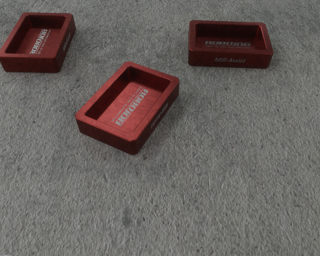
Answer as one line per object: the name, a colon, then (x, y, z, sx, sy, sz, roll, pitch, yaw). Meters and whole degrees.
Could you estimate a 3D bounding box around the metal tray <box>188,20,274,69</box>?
metal tray: (0.114, -0.142, 0.519, 0.131, 0.030, 0.090, 3, 50, 2)

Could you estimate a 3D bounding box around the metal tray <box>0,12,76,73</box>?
metal tray: (-0.202, -0.147, 0.521, 0.091, 0.030, 0.130, 2, 50, 1)

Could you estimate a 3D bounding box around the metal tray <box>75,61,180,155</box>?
metal tray: (-0.040, -0.033, 0.426, 0.090, 0.030, 0.130, 22, 53, 17)
